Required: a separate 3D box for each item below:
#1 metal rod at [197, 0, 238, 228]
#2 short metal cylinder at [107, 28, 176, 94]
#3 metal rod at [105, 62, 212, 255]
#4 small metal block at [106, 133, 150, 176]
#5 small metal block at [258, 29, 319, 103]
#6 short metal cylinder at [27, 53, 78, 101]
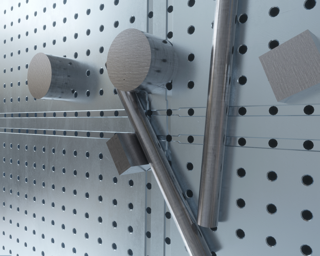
[{"bbox_3d":[0.067,-0.036,0.354,0.025,0.025,0.298,7,95,40],"label":"metal rod"},{"bbox_3d":[-0.025,-0.087,0.414,0.080,0.050,0.079,0,91,40],"label":"short metal cylinder"},{"bbox_3d":[-0.010,0.029,0.417,0.025,0.025,0.299,-39,66,33],"label":"metal rod"},{"bbox_3d":[-0.039,0.034,0.425,0.025,0.050,0.050,-39,66,33],"label":"small metal block"},{"bbox_3d":[0.132,-0.058,0.300,0.050,0.025,0.050,-28,73,36],"label":"small metal block"},{"bbox_3d":[-0.192,-0.090,0.552,0.080,0.050,0.079,0,90,40],"label":"short metal cylinder"}]
